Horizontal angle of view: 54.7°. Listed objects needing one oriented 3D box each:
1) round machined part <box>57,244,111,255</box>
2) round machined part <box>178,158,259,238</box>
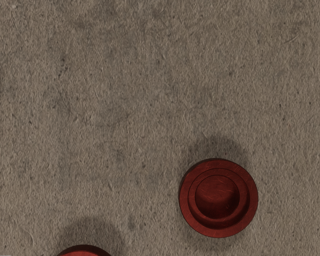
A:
[{"bbox_3d":[-0.098,0.199,0.400,0.099,0.042,0.097,0,90,-1],"label":"round machined part"},{"bbox_3d":[0.073,0.087,0.403,0.099,0.042,0.097,0,90,-1],"label":"round machined part"}]
